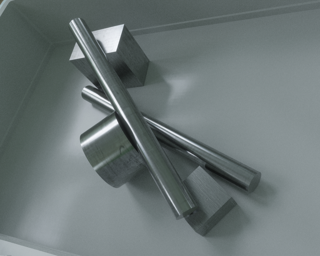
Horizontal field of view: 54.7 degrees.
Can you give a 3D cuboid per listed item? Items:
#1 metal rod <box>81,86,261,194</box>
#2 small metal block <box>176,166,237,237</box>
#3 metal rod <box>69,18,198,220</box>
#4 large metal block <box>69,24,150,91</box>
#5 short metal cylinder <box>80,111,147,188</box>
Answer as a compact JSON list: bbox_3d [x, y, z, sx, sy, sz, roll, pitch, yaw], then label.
[{"bbox_3d":[-0.009,0.000,0.407,0.300,0.025,0.025,28,77,37],"label":"metal rod"},{"bbox_3d":[0.044,0.078,0.332,0.050,0.025,0.050,-44,51,-3],"label":"small metal block"},{"bbox_3d":[-0.045,-0.030,0.370,0.025,0.025,0.299,-35,64,5],"label":"metal rod"},{"bbox_3d":[-0.073,-0.102,0.469,0.080,0.080,0.050,-4,60,26],"label":"large metal block"},{"bbox_3d":[-0.051,0.025,0.377,0.050,0.080,0.080,-35,52,5],"label":"short metal cylinder"}]
